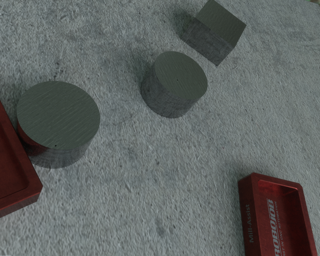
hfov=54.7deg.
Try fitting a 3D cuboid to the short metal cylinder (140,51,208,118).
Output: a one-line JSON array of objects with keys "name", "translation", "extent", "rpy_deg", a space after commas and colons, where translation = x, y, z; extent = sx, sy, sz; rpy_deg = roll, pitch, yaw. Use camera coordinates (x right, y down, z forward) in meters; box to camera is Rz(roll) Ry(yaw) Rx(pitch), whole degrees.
[{"name": "short metal cylinder", "translation": [0.019, -0.060, 0.435], "extent": [0.081, 0.050, 0.080], "rpy_deg": [14, 56, -21]}]

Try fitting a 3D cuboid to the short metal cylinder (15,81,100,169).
[{"name": "short metal cylinder", "translation": [-0.110, -0.003, 0.330], "extent": [0.081, 0.050, 0.080], "rpy_deg": [14, 56, -21]}]

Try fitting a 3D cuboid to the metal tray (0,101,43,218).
[{"name": "metal tray", "translation": [-0.180, 0.025, 0.287], "extent": [0.091, 0.030, 0.130], "rpy_deg": [-22, 74, -36]}]

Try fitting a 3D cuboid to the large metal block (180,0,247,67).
[{"name": "large metal block", "translation": [0.094, -0.168, 0.541], "extent": [0.080, 0.050, 0.080], "rpy_deg": [36, 51, -5]}]

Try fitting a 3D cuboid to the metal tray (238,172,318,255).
[{"name": "metal tray", "translation": [0.153, 0.130, 0.403], "extent": [0.091, 0.030, 0.130], "rpy_deg": [15, 56, -20]}]
